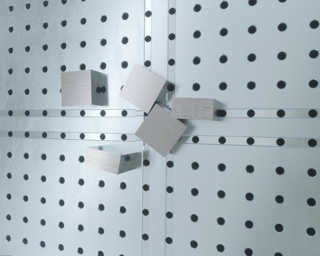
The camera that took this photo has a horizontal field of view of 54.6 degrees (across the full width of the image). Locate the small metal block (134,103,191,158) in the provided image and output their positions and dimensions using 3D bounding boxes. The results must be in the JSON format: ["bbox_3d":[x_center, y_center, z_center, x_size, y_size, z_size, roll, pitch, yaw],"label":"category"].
[{"bbox_3d":[0.004,0.002,0.408,0.050,0.025,0.050,38,102,8],"label":"small metal block"}]

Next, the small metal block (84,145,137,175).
[{"bbox_3d":[-0.066,0.042,0.423,0.050,0.050,0.025,12,94,19],"label":"small metal block"}]

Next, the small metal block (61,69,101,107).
[{"bbox_3d":[-0.116,-0.057,0.454,0.050,0.025,0.050,-2,89,20],"label":"small metal block"}]

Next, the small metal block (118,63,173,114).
[{"bbox_3d":[-0.020,-0.052,0.420,0.050,0.025,0.050,33,100,17],"label":"small metal block"}]

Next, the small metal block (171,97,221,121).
[{"bbox_3d":[0.046,-0.023,0.383,0.050,0.050,0.025,4,91,20],"label":"small metal block"}]
